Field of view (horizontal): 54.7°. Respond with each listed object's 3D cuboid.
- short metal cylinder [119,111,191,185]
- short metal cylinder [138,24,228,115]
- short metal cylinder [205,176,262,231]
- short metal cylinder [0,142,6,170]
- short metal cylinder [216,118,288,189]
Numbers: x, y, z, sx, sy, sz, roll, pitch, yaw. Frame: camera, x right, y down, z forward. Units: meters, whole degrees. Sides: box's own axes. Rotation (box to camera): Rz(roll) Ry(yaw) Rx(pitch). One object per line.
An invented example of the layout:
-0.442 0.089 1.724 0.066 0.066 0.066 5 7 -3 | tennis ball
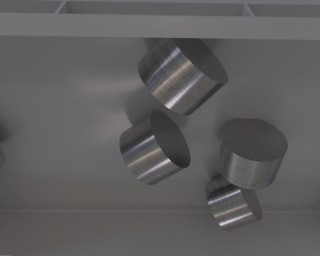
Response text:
-0.005 0.026 0.395 0.050 0.080 0.080 -32 123 24 | short metal cylinder
0.024 -0.060 0.322 0.080 0.080 0.050 32 123 -24 | short metal cylinder
0.111 0.108 0.465 0.050 0.080 0.080 -29 125 22 | short metal cylinder
-0.248 0.030 0.396 0.081 0.080 0.050 1 130 -1 | short metal cylinder
0.117 0.032 0.401 0.081 0.080 0.050 1 130 -1 | short metal cylinder
